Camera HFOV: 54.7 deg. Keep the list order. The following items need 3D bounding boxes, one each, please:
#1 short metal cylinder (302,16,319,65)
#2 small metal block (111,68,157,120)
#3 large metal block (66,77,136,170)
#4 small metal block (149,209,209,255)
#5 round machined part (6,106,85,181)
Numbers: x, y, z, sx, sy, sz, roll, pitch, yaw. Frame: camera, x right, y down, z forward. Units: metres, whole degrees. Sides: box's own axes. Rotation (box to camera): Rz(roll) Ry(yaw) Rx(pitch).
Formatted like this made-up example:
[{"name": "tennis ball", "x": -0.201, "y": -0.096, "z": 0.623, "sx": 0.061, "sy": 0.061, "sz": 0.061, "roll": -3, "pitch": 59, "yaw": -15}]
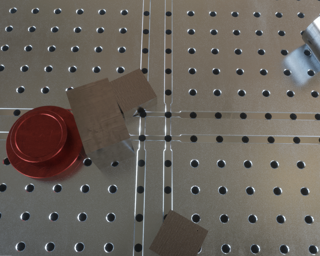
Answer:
[{"name": "short metal cylinder", "x": 0.250, "y": -0.130, "z": 0.433, "sx": 0.080, "sy": 0.080, "sz": 0.050, "roll": -21, "pitch": 72, "yaw": -8}, {"name": "small metal block", "x": -0.038, "y": -0.047, "z": 0.429, "sx": 0.050, "sy": 0.025, "sz": 0.050, "roll": -27, "pitch": 73, "yaw": -10}, {"name": "large metal block", "x": -0.070, "y": -0.002, "z": 0.383, "sx": 0.050, "sy": 0.080, "sz": 0.080, "roll": -20, "pitch": 72, "yaw": -7}, {"name": "small metal block", "x": 0.022, "y": 0.131, "z": 0.364, "sx": 0.050, "sy": 0.025, "sz": 0.050, "roll": 28, "pitch": 72, "yaw": 9}, {"name": "round machined part", "x": -0.147, "y": 0.016, "z": 0.395, "sx": 0.099, "sy": 0.042, "sz": 0.098, "roll": 0, "pitch": 70, "yaw": -1}]
